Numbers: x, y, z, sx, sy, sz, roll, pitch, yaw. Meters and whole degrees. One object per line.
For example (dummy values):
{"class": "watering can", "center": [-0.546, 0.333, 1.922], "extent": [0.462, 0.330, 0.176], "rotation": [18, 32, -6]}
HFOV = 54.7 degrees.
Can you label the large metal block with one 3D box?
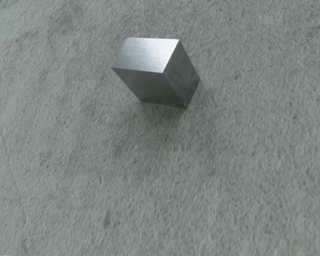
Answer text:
{"class": "large metal block", "center": [-0.003, -0.073, 0.414], "extent": [0.080, 0.080, 0.050], "rotation": [13, 69, 33]}
